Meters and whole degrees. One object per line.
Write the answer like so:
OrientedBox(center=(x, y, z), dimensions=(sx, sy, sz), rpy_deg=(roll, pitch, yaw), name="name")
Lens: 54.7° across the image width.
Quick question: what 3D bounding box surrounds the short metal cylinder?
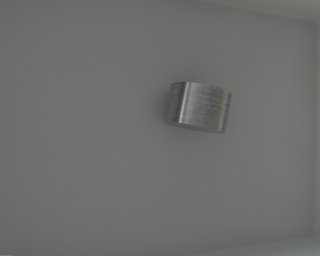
OrientedBox(center=(0.048, -0.025, 0.400), dimensions=(0.081, 0.080, 0.050), rpy_deg=(12, 86, -20), name="short metal cylinder")
